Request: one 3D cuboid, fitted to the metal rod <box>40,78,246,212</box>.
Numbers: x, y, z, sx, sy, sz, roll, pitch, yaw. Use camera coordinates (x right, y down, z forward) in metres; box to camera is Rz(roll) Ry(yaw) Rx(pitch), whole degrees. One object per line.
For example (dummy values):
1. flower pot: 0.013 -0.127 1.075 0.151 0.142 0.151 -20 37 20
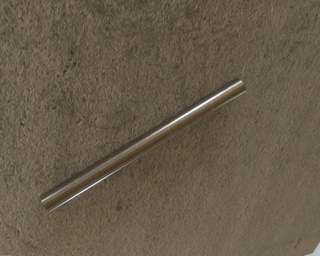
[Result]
1. metal rod: -0.015 0.018 0.411 0.301 0.025 0.025 -31 129 -8
